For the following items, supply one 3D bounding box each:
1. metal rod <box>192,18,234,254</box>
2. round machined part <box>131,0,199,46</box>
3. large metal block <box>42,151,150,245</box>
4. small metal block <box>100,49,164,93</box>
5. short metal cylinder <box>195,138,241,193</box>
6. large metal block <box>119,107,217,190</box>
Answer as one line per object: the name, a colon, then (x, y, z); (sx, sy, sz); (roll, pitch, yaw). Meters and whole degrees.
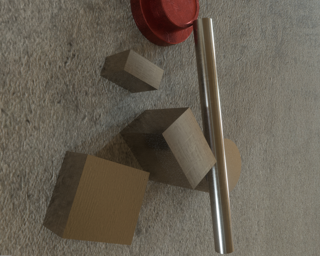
metal rod: (0.069, 0.011, 0.401); (0.025, 0.025, 0.298); (-7, 91, -40)
round machined part: (0.014, -0.160, 0.407); (0.099, 0.042, 0.097); (0, 90, -40)
large metal block: (-0.067, 0.075, 0.334); (0.080, 0.050, 0.080); (24, 75, -38)
small metal block: (-0.033, -0.064, 0.362); (0.050, 0.050, 0.025); (26, 74, -38)
short metal cylinder: (0.074, 0.054, 0.453); (0.081, 0.050, 0.079); (0, 90, -40)
large metal block: (0.010, 0.023, 0.379); (0.050, 0.080, 0.080); (-44, 117, -31)
